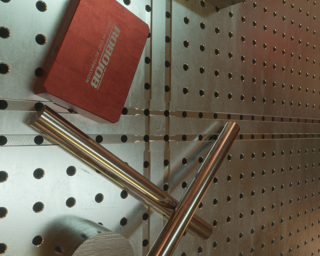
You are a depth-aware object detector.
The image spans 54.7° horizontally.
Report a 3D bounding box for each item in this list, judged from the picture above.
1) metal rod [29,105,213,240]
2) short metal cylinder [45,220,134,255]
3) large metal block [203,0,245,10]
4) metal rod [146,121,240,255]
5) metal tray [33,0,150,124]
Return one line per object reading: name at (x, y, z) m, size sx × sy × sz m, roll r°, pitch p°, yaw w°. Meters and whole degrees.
metal rod at (-0.026, 0.072, 0.387) m, size 0.300 × 0.025 × 0.025 m, roll 42°, pitch 65°, yaw -32°
short metal cylinder at (-0.075, 0.145, 0.331) m, size 0.081 × 0.050 × 0.079 m, roll 0°, pitch 90°, yaw -40°
large metal block at (0.087, -0.238, 0.466) m, size 0.081 × 0.050 × 0.080 m, roll 12°, pitch 82°, yaw -39°
metal rod at (0.045, 0.092, 0.418) m, size 0.301 × 0.025 × 0.025 m, roll -51°, pitch 121°, yaw -38°
metal tray at (-0.071, -0.080, 0.346) m, size 0.090 × 0.030 × 0.130 m, roll 27°, pitch 73°, yaw -37°
